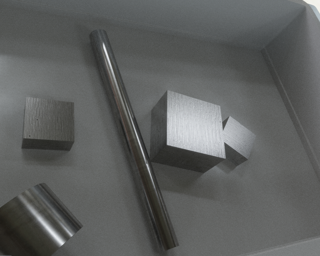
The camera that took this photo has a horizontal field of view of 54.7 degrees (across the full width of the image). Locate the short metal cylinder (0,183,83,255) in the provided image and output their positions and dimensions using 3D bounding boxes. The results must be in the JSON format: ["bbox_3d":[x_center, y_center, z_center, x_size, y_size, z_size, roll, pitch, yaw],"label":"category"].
[{"bbox_3d":[-0.112,0.091,0.255,0.050,0.080,0.080,47,51,4],"label":"short metal cylinder"}]

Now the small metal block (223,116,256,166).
[{"bbox_3d":[0.108,0.019,0.455,0.050,0.025,0.050,36,51,-5],"label":"small metal block"}]

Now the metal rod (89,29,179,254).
[{"bbox_3d":[-0.039,-0.001,0.385,0.025,0.025,0.299,-7,65,-32],"label":"metal rod"}]

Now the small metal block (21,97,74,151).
[{"bbox_3d":[-0.123,-0.004,0.342,0.050,0.025,0.050,5,59,-26],"label":"small metal block"}]

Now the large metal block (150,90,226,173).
[{"bbox_3d":[0.035,0.006,0.406,0.081,0.050,0.080,15,56,-21],"label":"large metal block"}]
